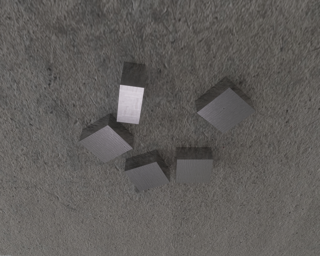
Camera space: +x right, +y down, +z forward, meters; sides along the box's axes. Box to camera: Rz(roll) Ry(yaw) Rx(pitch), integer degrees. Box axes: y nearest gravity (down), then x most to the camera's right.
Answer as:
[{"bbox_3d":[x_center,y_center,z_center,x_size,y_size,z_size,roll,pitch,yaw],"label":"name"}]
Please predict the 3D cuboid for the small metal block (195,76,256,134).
[{"bbox_3d":[0.080,-0.027,0.384,0.050,0.025,0.050,35,122,-26],"label":"small metal block"}]

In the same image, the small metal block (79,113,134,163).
[{"bbox_3d":[-0.071,0.015,0.419,0.050,0.025,0.050,-28,125,22],"label":"small metal block"}]

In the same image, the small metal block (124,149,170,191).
[{"bbox_3d":[-0.018,0.064,0.461,0.050,0.025,0.050,-19,128,15],"label":"small metal block"}]

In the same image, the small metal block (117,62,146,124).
[{"bbox_3d":[-0.033,-0.041,0.356,0.025,0.050,0.050,7,130,-6],"label":"small metal block"}]

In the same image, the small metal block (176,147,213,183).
[{"bbox_3d":[0.049,0.054,0.454,0.050,0.025,0.050,0,130,0],"label":"small metal block"}]
